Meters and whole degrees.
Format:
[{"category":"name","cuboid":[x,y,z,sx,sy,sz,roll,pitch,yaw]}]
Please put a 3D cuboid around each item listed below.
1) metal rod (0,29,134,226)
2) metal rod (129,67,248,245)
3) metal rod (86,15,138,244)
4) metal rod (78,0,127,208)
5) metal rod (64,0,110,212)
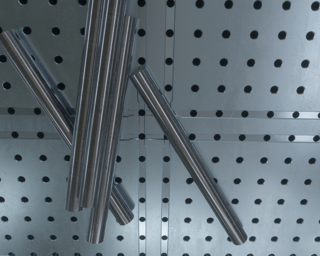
[{"category":"metal rod","cuboid":[-0.118,0.012,0.416,0.025,0.025,0.299,-26,109,9]},{"category":"metal rod","cuboid":[0.047,0.050,0.432,0.025,0.025,0.299,-29,108,10]},{"category":"metal rod","cuboid":[-0.065,0.012,0.398,0.025,0.025,0.298,9,103,-4]},{"category":"metal rod","cuboid":[-0.066,-0.047,0.361,0.025,0.025,0.298,9,103,-4]},{"category":"metal rod","cuboid":[-0.089,-0.037,0.380,0.025,0.025,0.298,9,103,-4]}]
